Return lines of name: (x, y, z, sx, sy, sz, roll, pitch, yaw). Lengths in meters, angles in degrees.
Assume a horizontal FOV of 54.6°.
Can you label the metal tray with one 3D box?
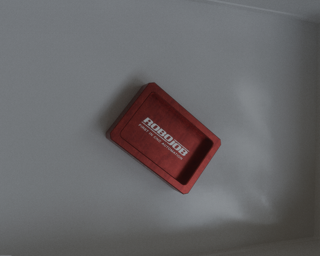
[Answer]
metal tray: (0.007, 0.014, 0.410, 0.130, 0.030, 0.090, 40, 77, -16)
